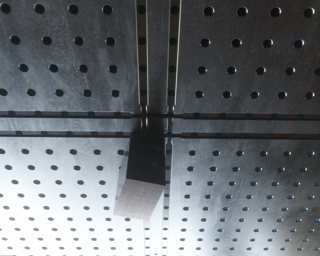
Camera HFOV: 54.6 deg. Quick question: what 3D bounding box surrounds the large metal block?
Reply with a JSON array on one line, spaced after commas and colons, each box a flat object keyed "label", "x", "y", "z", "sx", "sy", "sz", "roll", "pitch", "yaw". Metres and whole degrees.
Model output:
[{"label": "large metal block", "x": -0.029, "y": 0.070, "z": 0.434, "sx": 0.050, "sy": 0.080, "sz": 0.079, "roll": 13, "pitch": 129, "yaw": -11}]
